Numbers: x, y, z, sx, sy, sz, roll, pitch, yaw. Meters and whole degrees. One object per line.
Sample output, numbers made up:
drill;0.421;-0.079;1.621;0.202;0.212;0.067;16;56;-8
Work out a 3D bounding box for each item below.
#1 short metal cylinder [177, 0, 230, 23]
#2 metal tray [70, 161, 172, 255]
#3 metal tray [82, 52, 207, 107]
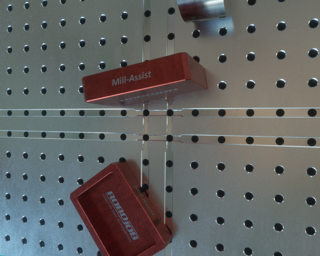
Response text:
short metal cylinder;0.052;-0.168;0.365;0.050;0.080;0.080;-2;90;20
metal tray;-0.056;0.123;0.429;0.090;0.030;0.130;-37;78;16
metal tray;-0.016;-0.055;0.383;0.130;0.090;0.030;-10;87;19
